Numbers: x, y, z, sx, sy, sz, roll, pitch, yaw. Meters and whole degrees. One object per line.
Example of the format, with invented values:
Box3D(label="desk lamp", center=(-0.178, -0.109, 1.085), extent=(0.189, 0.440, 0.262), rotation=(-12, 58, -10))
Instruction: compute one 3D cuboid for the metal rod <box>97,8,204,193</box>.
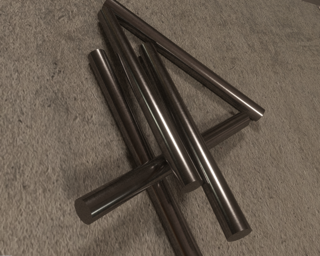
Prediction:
Box3D(label="metal rod", center=(-0.025, -0.056, 0.387), extent=(0.025, 0.025, 0.299), rotation=(-5, 53, -31))

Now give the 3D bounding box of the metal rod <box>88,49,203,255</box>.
Box3D(label="metal rod", center=(-0.022, 0.030, 0.375), extent=(0.025, 0.025, 0.299), rotation=(-15, 69, -34))

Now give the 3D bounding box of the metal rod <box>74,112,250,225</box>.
Box3D(label="metal rod", center=(0.031, 0.030, 0.377), extent=(0.302, 0.025, 0.025), rotation=(-24, 75, -45))

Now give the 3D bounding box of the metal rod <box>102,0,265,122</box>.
Box3D(label="metal rod", center=(0.040, -0.106, 0.492), extent=(0.301, 0.025, 0.025), rotation=(35, 51, -6))

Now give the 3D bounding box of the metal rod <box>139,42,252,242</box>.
Box3D(label="metal rod", center=(0.027, -0.010, 0.377), extent=(0.025, 0.025, 0.299), rotation=(1, 46, -28))
